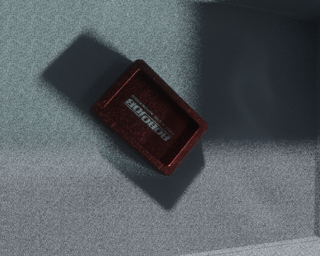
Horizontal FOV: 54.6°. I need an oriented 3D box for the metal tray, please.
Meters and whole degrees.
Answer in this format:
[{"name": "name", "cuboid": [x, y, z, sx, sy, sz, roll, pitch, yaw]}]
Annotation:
[{"name": "metal tray", "cuboid": [-0.012, -0.012, 0.403, 0.130, 0.030, 0.090, 43, 76, -15]}]
